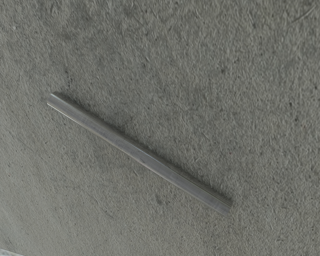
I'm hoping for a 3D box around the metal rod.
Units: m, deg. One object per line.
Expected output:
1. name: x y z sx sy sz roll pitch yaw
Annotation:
1. metal rod: -0.033 0.033 0.445 0.301 0.025 0.025 32 129 7
